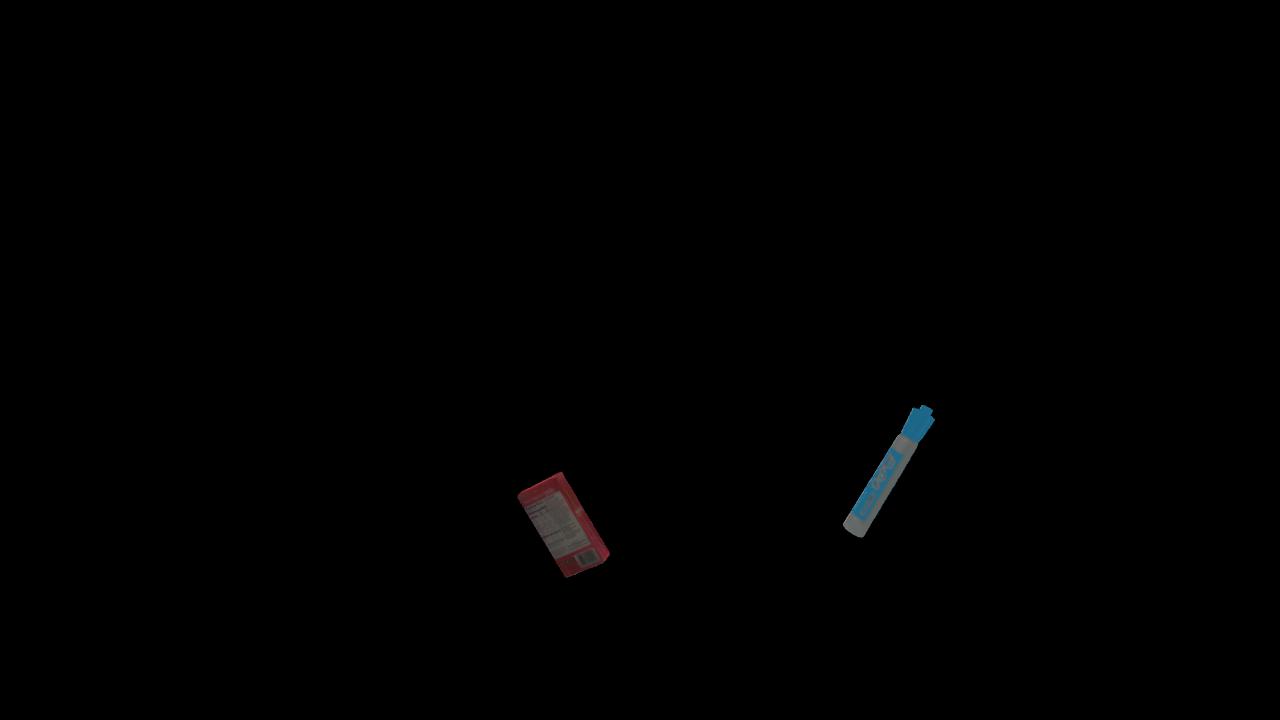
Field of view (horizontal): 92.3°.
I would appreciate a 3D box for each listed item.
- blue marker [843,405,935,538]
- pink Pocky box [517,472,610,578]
[{"bbox_3d":[0.204,0.091,0.503,0.020,0.121,0.020,24,13,-6],"label":"blue marker"},{"bbox_3d":[-0.121,0.260,0.970,0.084,0.155,0.029,-30,2,25],"label":"pink Pocky box"}]
